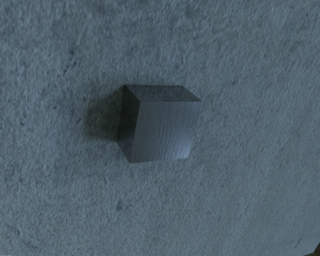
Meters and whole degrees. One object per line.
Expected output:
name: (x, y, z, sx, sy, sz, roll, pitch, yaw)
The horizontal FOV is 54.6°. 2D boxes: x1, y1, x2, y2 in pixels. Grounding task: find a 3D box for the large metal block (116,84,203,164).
large metal block: (-0.003, -0.007, 0.384, 0.081, 0.050, 0.079, -2, 120, -27)
